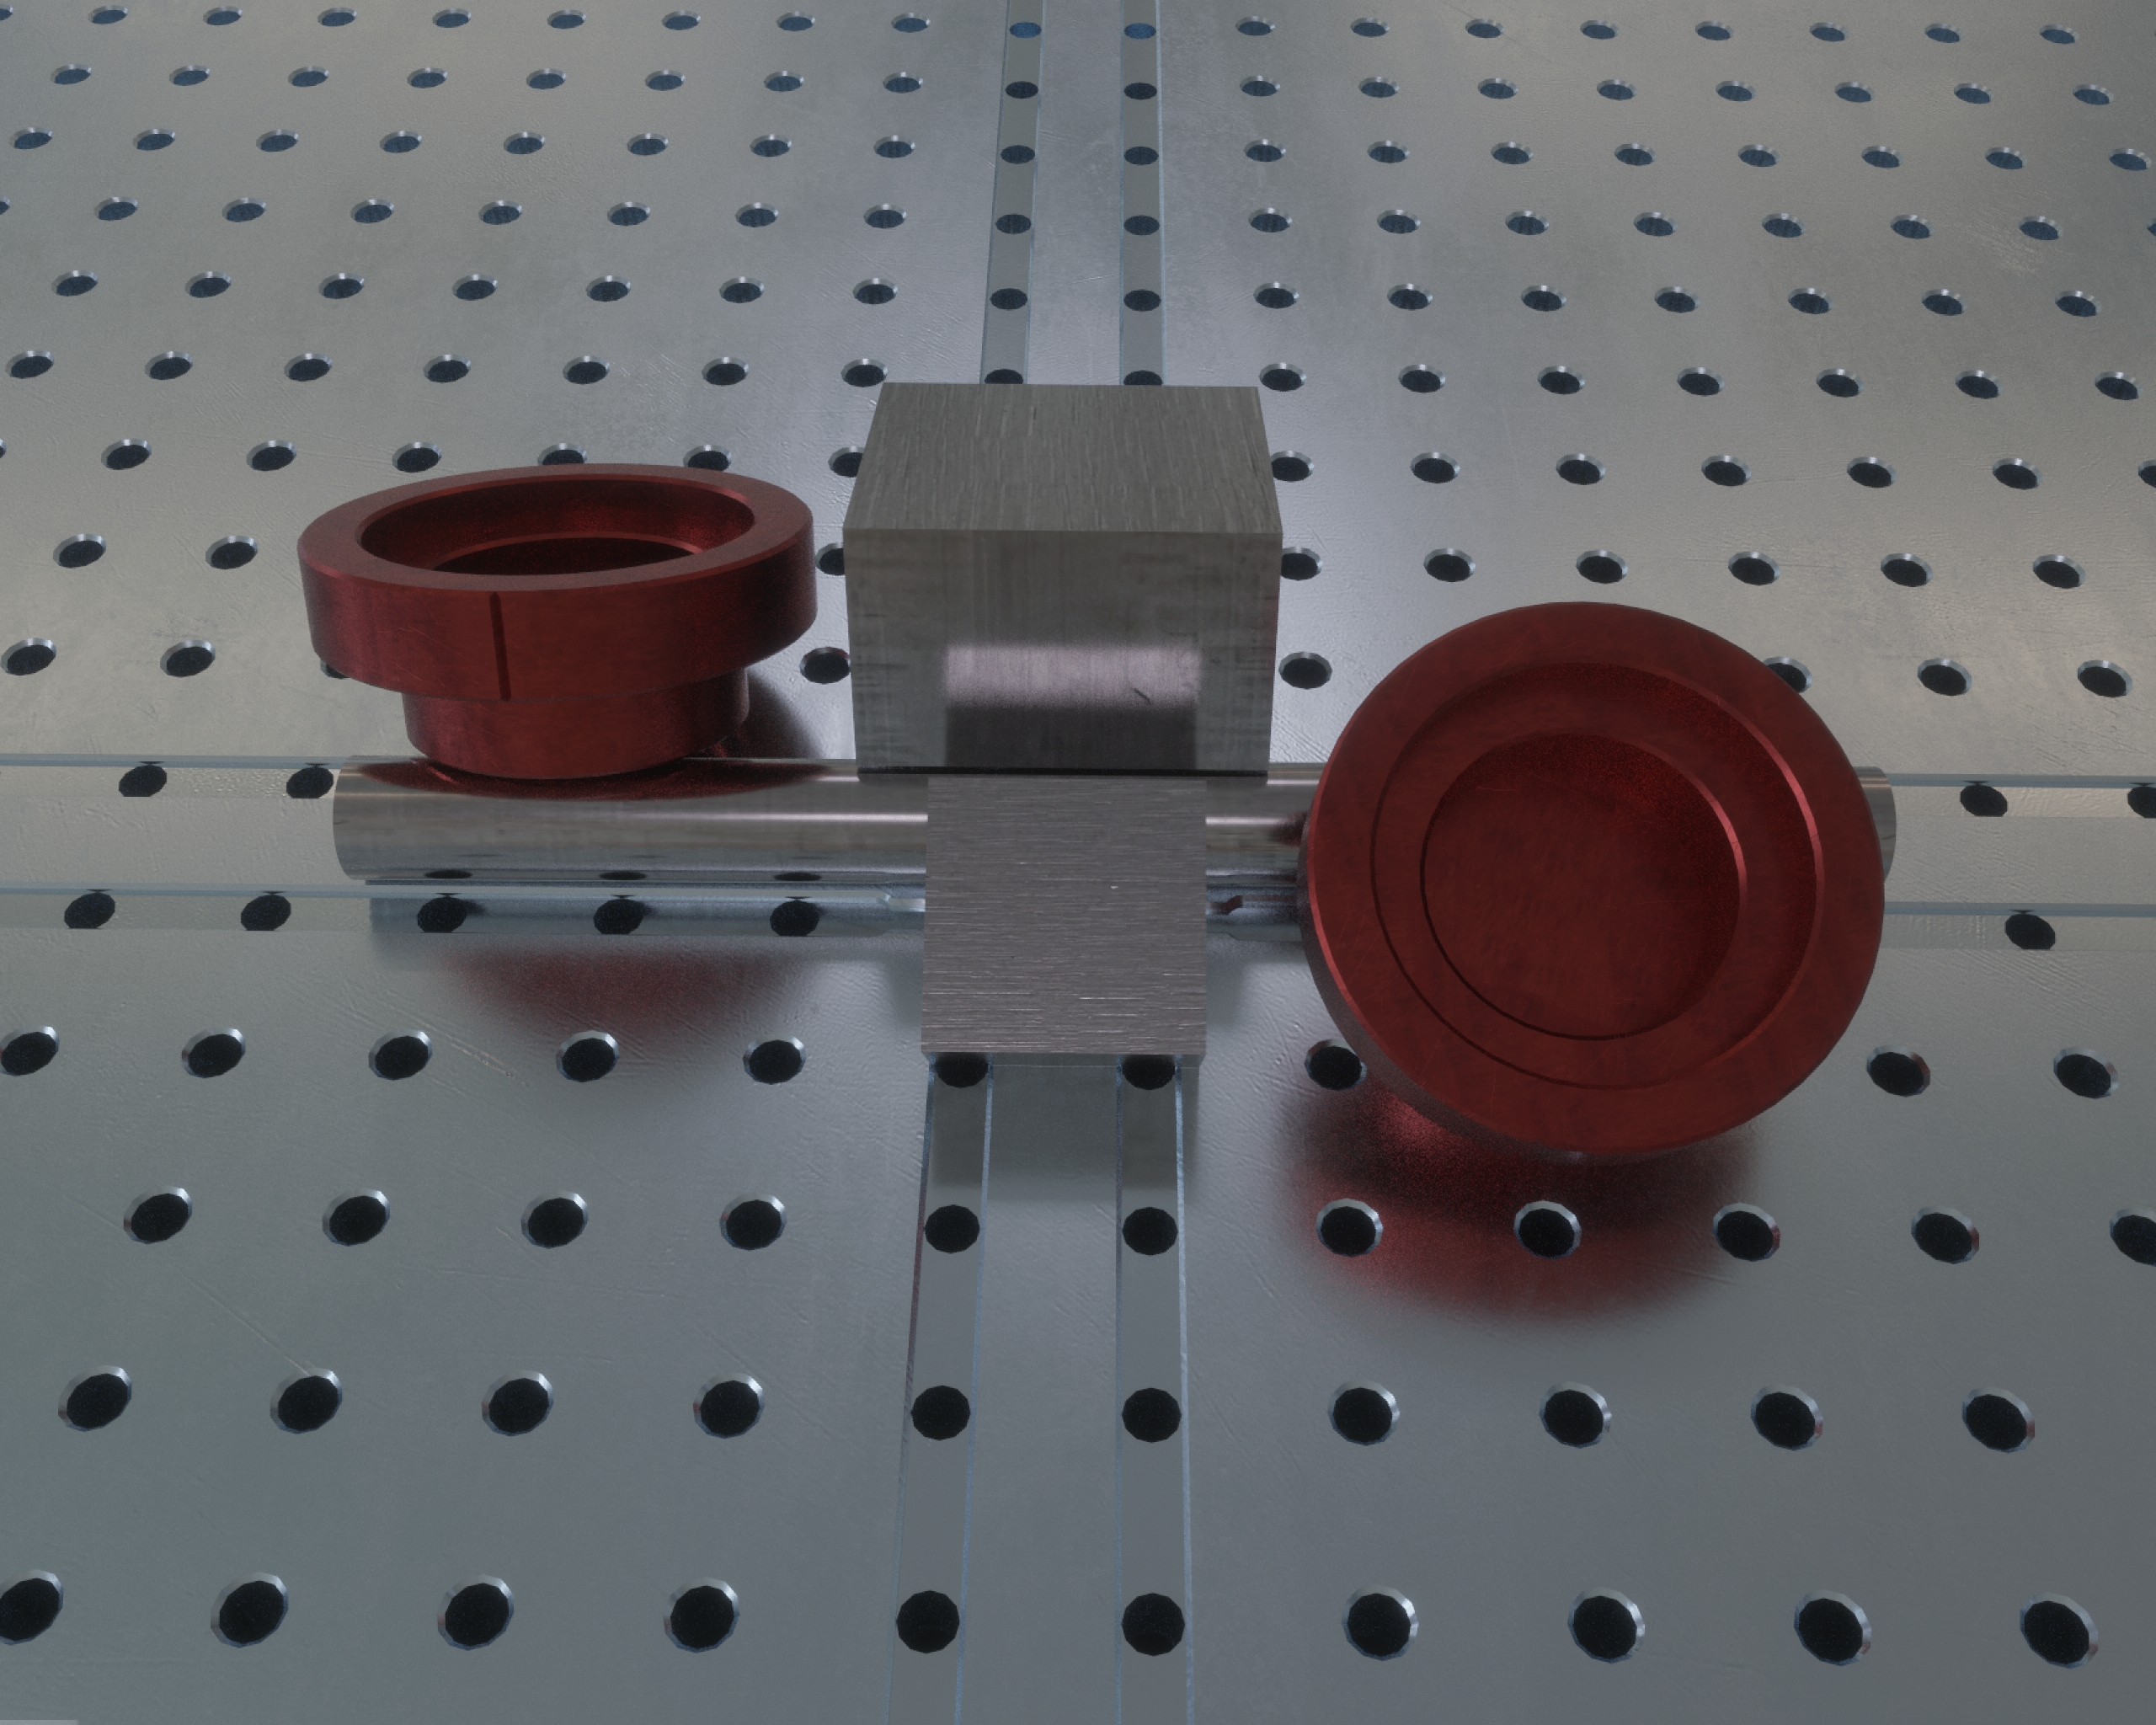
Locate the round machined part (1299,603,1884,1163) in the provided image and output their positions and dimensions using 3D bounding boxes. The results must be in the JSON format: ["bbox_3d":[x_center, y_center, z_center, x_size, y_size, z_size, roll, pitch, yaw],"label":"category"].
[{"bbox_3d":[0.089,0.006,0.376,0.099,0.042,0.098,0,75,0],"label":"round machined part"}]

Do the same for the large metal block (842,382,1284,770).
[{"bbox_3d":[-0.002,-0.061,0.427,0.081,0.050,0.080,1,32,0],"label":"large metal block"}]

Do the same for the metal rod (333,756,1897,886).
[{"bbox_3d":[0.007,-0.008,0.415,0.302,0.025,0.025,0,50,0],"label":"metal rod"}]

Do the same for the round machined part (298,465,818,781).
[{"bbox_3d":[-0.102,-0.048,0.420,0.099,0.042,0.098,0,24,0],"label":"round machined part"}]

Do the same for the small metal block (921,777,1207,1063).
[{"bbox_3d":[-0.002,0.012,0.385,0.050,0.025,0.050,1,79,0],"label":"small metal block"}]
